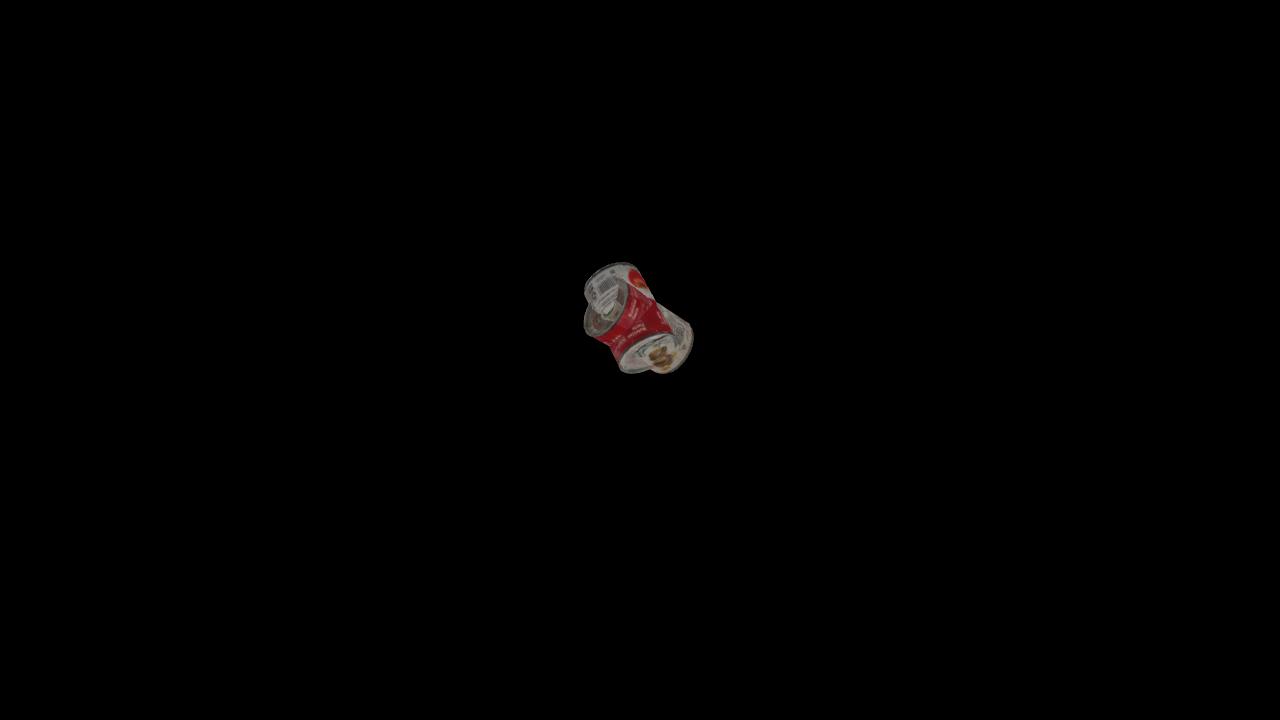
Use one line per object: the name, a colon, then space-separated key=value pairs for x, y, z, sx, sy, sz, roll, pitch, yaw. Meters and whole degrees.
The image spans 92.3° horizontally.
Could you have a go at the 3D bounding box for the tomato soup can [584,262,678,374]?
tomato soup can: x=-0.012 y=-0.045 z=0.652 sx=0.068 sy=0.101 sz=0.068 roll=-22 pitch=-27 yaw=-12

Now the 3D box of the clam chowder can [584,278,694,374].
clam chowder can: x=0.000 y=-0.034 z=0.654 sx=0.102 sy=0.068 sz=0.068 roll=29 pitch=-17 yaw=-35
